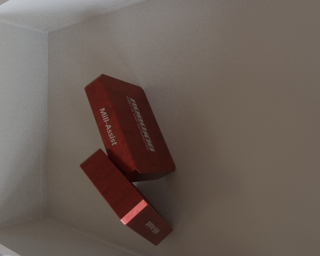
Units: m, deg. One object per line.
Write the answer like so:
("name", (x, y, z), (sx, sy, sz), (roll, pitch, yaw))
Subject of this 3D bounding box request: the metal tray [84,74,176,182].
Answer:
("metal tray", (-0.036, 0.002, 0.391), (0.030, 0.090, 0.130), (-31, 70, 25))

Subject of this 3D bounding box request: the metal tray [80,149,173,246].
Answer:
("metal tray", (-0.036, 0.087, 0.374), (0.030, 0.130, 0.090), (-41, 58, -10))
